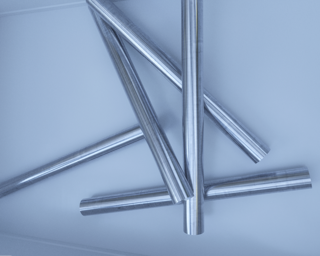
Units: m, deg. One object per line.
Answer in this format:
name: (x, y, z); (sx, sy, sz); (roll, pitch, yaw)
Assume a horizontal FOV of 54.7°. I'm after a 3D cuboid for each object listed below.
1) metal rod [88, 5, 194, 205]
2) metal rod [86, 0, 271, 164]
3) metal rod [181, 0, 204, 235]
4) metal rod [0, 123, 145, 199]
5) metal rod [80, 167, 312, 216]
metal rod: (-0.032, -0.048, 0.393); (0.025, 0.025, 0.299); (-31, 70, 17)
metal rod: (0.016, -0.070, 0.390); (0.300, 0.025, 0.025); (45, 104, 9)
metal rod: (0.038, -0.026, 0.360); (0.025, 0.025, 0.298); (1, 95, 20)
metal rod: (-0.136, 0.051, 0.458); (0.300, 0.025, 0.025); (-23, 83, 18)
metal rod: (0.030, 0.085, 0.399); (0.301, 0.025, 0.025); (-12, 86, 19)
